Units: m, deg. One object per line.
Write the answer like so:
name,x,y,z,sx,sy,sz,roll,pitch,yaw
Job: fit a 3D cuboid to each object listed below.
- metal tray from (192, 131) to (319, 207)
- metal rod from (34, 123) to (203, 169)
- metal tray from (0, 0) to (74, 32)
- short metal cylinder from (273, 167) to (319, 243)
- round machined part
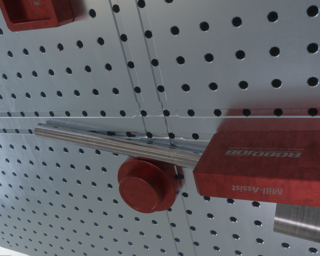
metal tray,0.112,0.038,0.333,0.130,0.090,0.030,-1,118,28
metal rod,-0.064,0.025,0.460,0.301,0.025,0.025,9,122,23
metal tray,-0.167,-0.189,0.378,0.090,0.030,0.129,4,120,26
short metal cylinder,0.158,0.081,0.342,0.050,0.080,0.079,8,122,24
round machined part,-0.023,0.089,0.467,0.098,0.042,0.097,13,124,21
